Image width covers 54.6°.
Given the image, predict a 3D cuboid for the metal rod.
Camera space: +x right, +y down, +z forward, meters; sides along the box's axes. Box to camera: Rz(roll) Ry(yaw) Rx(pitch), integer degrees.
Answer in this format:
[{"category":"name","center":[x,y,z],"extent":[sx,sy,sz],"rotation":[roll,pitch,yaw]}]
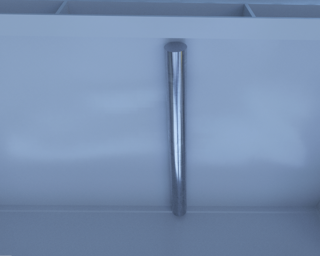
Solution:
[{"category":"metal rod","center":[0.025,0.026,0.430],"extent":[0.025,0.025,0.298],"rotation":[-2,130,2]}]
